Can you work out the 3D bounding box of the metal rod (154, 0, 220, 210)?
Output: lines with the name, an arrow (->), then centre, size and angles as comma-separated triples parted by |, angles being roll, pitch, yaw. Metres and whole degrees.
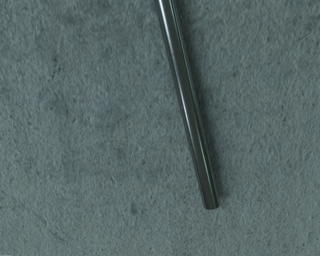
metal rod -> 0.039, -0.024, 0.401 | 0.025, 0.025, 0.298 | -14, 110, 4
